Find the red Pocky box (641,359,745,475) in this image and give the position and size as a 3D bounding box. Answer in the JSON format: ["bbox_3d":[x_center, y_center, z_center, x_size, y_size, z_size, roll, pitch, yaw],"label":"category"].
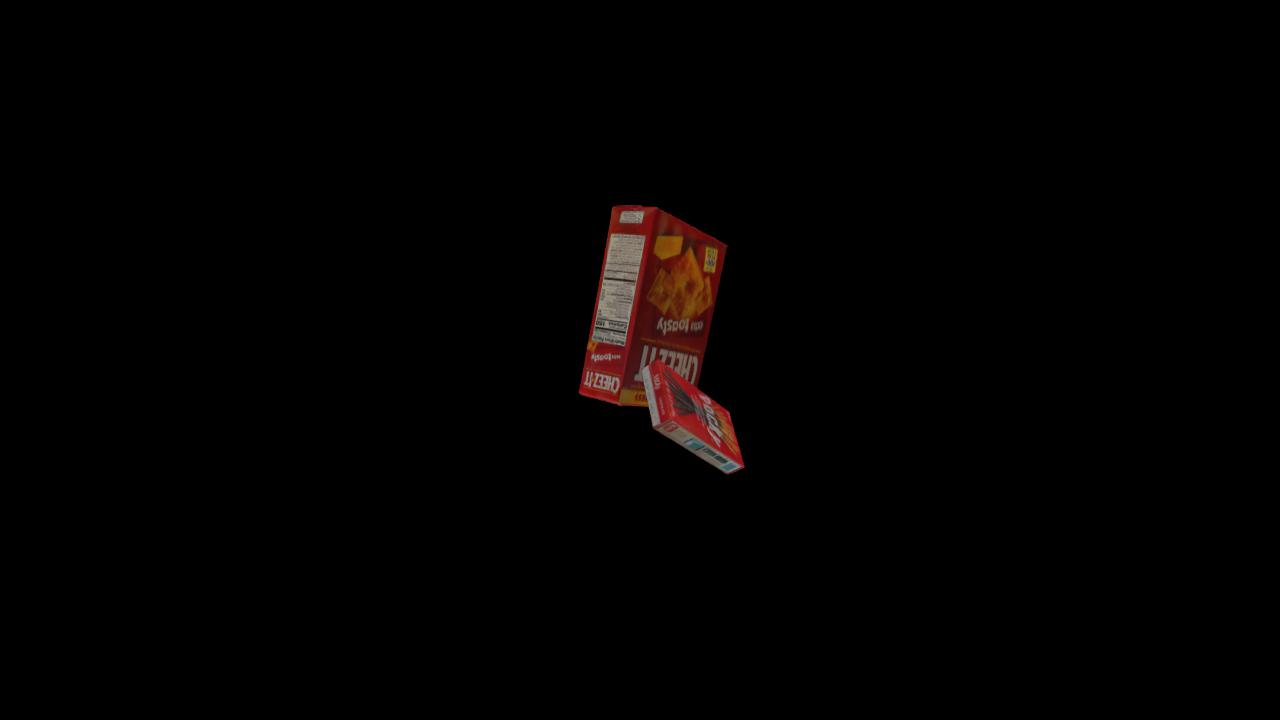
[{"bbox_3d":[0.062,0.067,0.695,0.028,0.083,0.155,-32,-44,23],"label":"red Pocky box"}]

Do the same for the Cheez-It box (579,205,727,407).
[{"bbox_3d":[0.020,-0.055,0.744,0.071,0.223,0.166,12,1,37],"label":"Cheez-It box"}]
